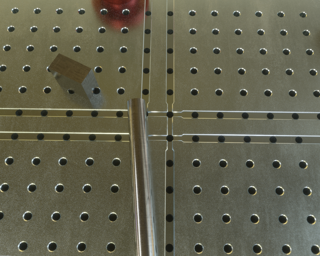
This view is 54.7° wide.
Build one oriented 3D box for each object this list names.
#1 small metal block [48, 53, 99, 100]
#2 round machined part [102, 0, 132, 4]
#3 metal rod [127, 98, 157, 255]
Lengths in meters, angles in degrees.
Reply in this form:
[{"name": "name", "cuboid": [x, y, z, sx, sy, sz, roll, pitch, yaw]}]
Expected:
[{"name": "small metal block", "cuboid": [-0.116, -0.069, 0.423, 0.050, 0.050, 0.025, 26, 72, 9]}, {"name": "round machined part", "cuboid": [-0.068, -0.236, 0.488, 0.099, 0.042, 0.098, 0, 70, 0]}, {"name": "metal rod", "cuboid": [-0.020, 0.104, 0.373, 0.025, 0.025, 0.299, -4, 70, -2]}]
